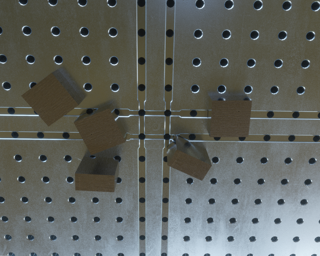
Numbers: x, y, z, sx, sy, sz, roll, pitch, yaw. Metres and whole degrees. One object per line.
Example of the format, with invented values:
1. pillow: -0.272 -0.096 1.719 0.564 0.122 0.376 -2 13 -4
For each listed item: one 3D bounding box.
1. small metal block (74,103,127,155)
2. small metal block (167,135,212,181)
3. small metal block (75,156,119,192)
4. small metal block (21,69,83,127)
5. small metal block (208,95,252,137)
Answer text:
1. small metal block: -0.078 0.001 0.413 0.050 0.025 0.050 -21 109 7
2. small metal block: 0.038 0.039 0.415 0.050 0.050 0.025 25 108 -9
3. small metal block: -0.084 0.062 0.422 0.050 0.050 0.025 4 110 -2
4. small metal block: -0.137 -0.039 0.397 0.050 0.025 0.050 -33 107 11
5. small metal block: 0.091 -0.016 0.409 0.050 0.025 0.050 0 110 -1
